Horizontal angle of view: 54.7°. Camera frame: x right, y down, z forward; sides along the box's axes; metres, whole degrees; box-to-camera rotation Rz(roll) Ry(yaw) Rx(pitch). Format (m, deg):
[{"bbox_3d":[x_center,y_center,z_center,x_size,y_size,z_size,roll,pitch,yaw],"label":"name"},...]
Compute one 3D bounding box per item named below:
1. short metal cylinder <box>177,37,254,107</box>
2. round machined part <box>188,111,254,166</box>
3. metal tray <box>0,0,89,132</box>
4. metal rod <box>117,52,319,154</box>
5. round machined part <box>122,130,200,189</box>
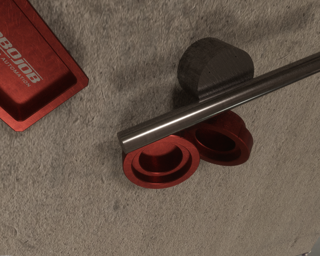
[{"bbox_3d":[0.069,-0.068,0.389,0.081,0.050,0.079,-14,124,-21],"label":"short metal cylinder"},{"bbox_3d":[0.078,0.008,0.422,0.098,0.098,0.042,54,51,-40],"label":"round machined part"},{"bbox_3d":[-0.140,-0.068,0.285,0.090,0.030,0.130,-37,130,-4],"label":"metal tray"},{"bbox_3d":[0.094,-0.039,0.370,0.302,0.025,0.025,-22,127,-15],"label":"metal rod"},{"bbox_3d":[0.000,0.032,0.405,0.099,0.042,0.097,-5,131,-6],"label":"round machined part"}]
